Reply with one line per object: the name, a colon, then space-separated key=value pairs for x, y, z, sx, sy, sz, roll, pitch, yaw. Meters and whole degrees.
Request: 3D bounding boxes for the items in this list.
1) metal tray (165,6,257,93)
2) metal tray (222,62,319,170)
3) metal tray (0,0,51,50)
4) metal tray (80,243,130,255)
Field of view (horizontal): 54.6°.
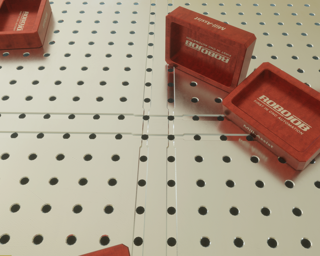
metal tray: x=0.069 y=-0.116 z=0.463 sx=0.130 sy=0.090 sz=0.030 roll=30 pitch=56 yaw=23
metal tray: x=0.158 y=-0.020 z=0.404 sx=0.090 sy=0.030 sz=0.130 roll=-42 pitch=60 yaw=-9
metal tray: x=-0.256 y=-0.196 z=0.567 sx=0.091 sy=0.030 sz=0.130 roll=-4 pitch=50 yaw=-3
metal tray: x=-0.057 y=0.175 z=0.258 sx=0.091 sy=0.030 sz=0.130 roll=-12 pitch=51 yaw=-10
